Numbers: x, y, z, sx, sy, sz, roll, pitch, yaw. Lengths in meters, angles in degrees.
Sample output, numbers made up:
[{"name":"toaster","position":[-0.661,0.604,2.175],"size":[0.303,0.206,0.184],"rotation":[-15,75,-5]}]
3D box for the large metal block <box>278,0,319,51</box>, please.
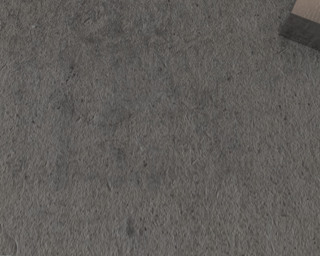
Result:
[{"name":"large metal block","position":[0.235,-0.167,0.457],"size":[0.080,0.050,0.080],"rotation":[25,72,9]}]
